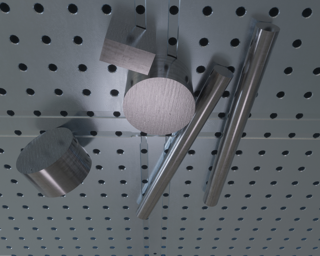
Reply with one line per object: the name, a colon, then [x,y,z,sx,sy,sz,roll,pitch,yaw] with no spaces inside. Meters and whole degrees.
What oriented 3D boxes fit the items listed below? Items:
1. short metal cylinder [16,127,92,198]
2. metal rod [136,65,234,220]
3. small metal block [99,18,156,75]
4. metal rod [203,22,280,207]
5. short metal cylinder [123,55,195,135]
short metal cylinder: [-0.139,0.045,0.412,0.080,0.080,0.050,-16,128,13]
metal rod: [0.022,0.041,0.447,0.025,0.025,0.298,16,128,-13]
small metal block: [-0.032,-0.085,0.322,0.050,0.050,0.025,15,128,-13]
metal rod: [0.098,0.007,0.418,0.025,0.025,0.298,4,130,-4]
short metal cylinder: [-0.001,-0.038,0.363,0.081,0.050,0.079,0,130,0]
